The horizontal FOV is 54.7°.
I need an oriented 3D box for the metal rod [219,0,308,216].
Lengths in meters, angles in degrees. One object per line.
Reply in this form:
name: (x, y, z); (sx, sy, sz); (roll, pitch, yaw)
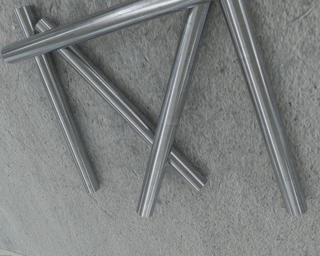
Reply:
metal rod: (0.110, -0.030, 0.329); (0.025, 0.025, 0.299); (-11, 113, 33)

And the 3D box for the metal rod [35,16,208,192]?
metal rod: (-0.048, -0.029, 0.414); (0.300, 0.025, 0.025); (46, 129, -4)

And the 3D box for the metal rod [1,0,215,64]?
metal rod: (-0.074, -0.112, 0.342); (0.300, 0.025, 0.025); (-6, 116, 31)

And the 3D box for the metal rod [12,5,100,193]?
metal rod: (-0.147, -0.027, 0.467); (0.025, 0.025, 0.298); (1, 119, 28)

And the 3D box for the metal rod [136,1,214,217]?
metal rod: (0.011, -0.009, 0.371); (0.025, 0.025, 0.298); (22, 119, 15)
